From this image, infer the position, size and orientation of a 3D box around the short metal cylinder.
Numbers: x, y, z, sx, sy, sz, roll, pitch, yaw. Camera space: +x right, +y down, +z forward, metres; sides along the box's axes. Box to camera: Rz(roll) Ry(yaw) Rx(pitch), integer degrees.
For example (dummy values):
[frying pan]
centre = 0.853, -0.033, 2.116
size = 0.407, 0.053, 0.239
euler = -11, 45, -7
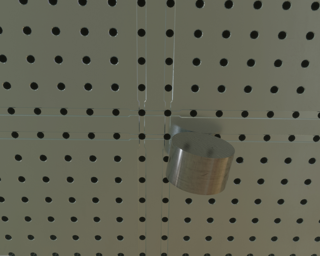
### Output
[short metal cylinder]
centre = 0.051, 0.043, 0.401
size = 0.081, 0.080, 0.050
euler = 8, 110, -4
